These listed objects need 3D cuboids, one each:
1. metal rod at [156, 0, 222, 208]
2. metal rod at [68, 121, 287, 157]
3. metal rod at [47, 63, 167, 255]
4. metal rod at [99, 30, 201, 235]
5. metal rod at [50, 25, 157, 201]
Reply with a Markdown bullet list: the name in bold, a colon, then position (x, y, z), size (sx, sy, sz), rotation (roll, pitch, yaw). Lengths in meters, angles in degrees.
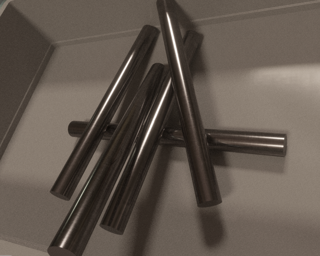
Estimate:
- **metal rod**: position (0.028, -0.054, 0.381), size (0.025, 0.025, 0.299), rotation (-19, 60, 17)
- **metal rod**: position (0.000, 0.010, 0.398), size (0.300, 0.025, 0.025), rotation (4, 64, 29)
- **metal rod**: position (-0.037, 0.005, 0.345), size (0.025, 0.025, 0.301), rotation (-9, 34, 23)
- **metal rod**: position (0.000, -0.018, 0.385), size (0.025, 0.025, 0.300), rotation (3, 53, 29)
- **metal rod**: position (-0.067, -0.040, 0.437), size (0.025, 0.025, 0.300), rotation (4, 55, 29)
